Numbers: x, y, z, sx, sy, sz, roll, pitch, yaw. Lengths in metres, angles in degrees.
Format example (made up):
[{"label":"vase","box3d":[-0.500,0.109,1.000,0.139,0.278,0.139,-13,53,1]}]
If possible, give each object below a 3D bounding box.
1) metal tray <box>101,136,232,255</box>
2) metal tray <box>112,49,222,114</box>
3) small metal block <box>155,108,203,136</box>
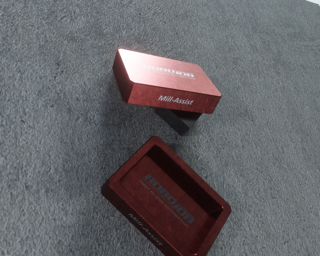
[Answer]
[{"label":"metal tray","box3d":[0.010,0.082,0.355,0.130,0.030,0.090,44,51,2]},{"label":"metal tray","box3d":[0.008,-0.063,0.422,0.131,0.030,0.090,6,37,-25]},{"label":"small metal block","box3d":[0.030,-0.025,0.435,0.050,0.025,0.050,43,51,1]}]
